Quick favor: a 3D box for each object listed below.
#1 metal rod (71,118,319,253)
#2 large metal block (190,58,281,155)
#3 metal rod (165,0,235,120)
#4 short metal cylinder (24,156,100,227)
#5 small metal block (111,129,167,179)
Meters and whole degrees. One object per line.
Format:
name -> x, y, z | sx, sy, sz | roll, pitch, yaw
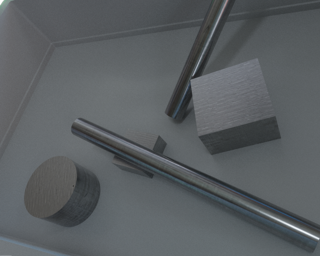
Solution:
metal rod -> 0.016, 0.048, 0.342 | 0.300, 0.025, 0.025 | 22, 73, 27
large metal block -> 0.086, -0.023, 0.358 | 0.080, 0.050, 0.080 | -16, 55, 18
metal rod -> 0.073, -0.146, 0.359 | 0.025, 0.025, 0.298 | 39, 115, 38
short metal cylinder -> -0.126, 0.083, 0.403 | 0.080, 0.050, 0.080 | -13, 56, 20
small metal block -> -0.026, 0.032, 0.399 | 0.050, 0.025, 0.050 | 11, 67, 32
